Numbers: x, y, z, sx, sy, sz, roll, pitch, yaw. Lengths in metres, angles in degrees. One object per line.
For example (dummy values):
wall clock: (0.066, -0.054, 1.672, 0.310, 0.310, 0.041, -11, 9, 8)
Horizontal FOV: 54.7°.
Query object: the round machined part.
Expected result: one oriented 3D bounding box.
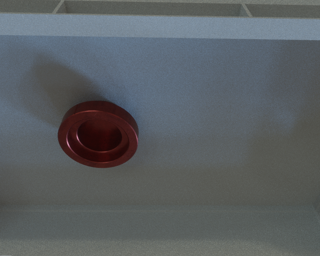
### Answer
round machined part: (-0.077, 0.004, 0.400, 0.099, 0.042, 0.097, -1, 130, 0)
